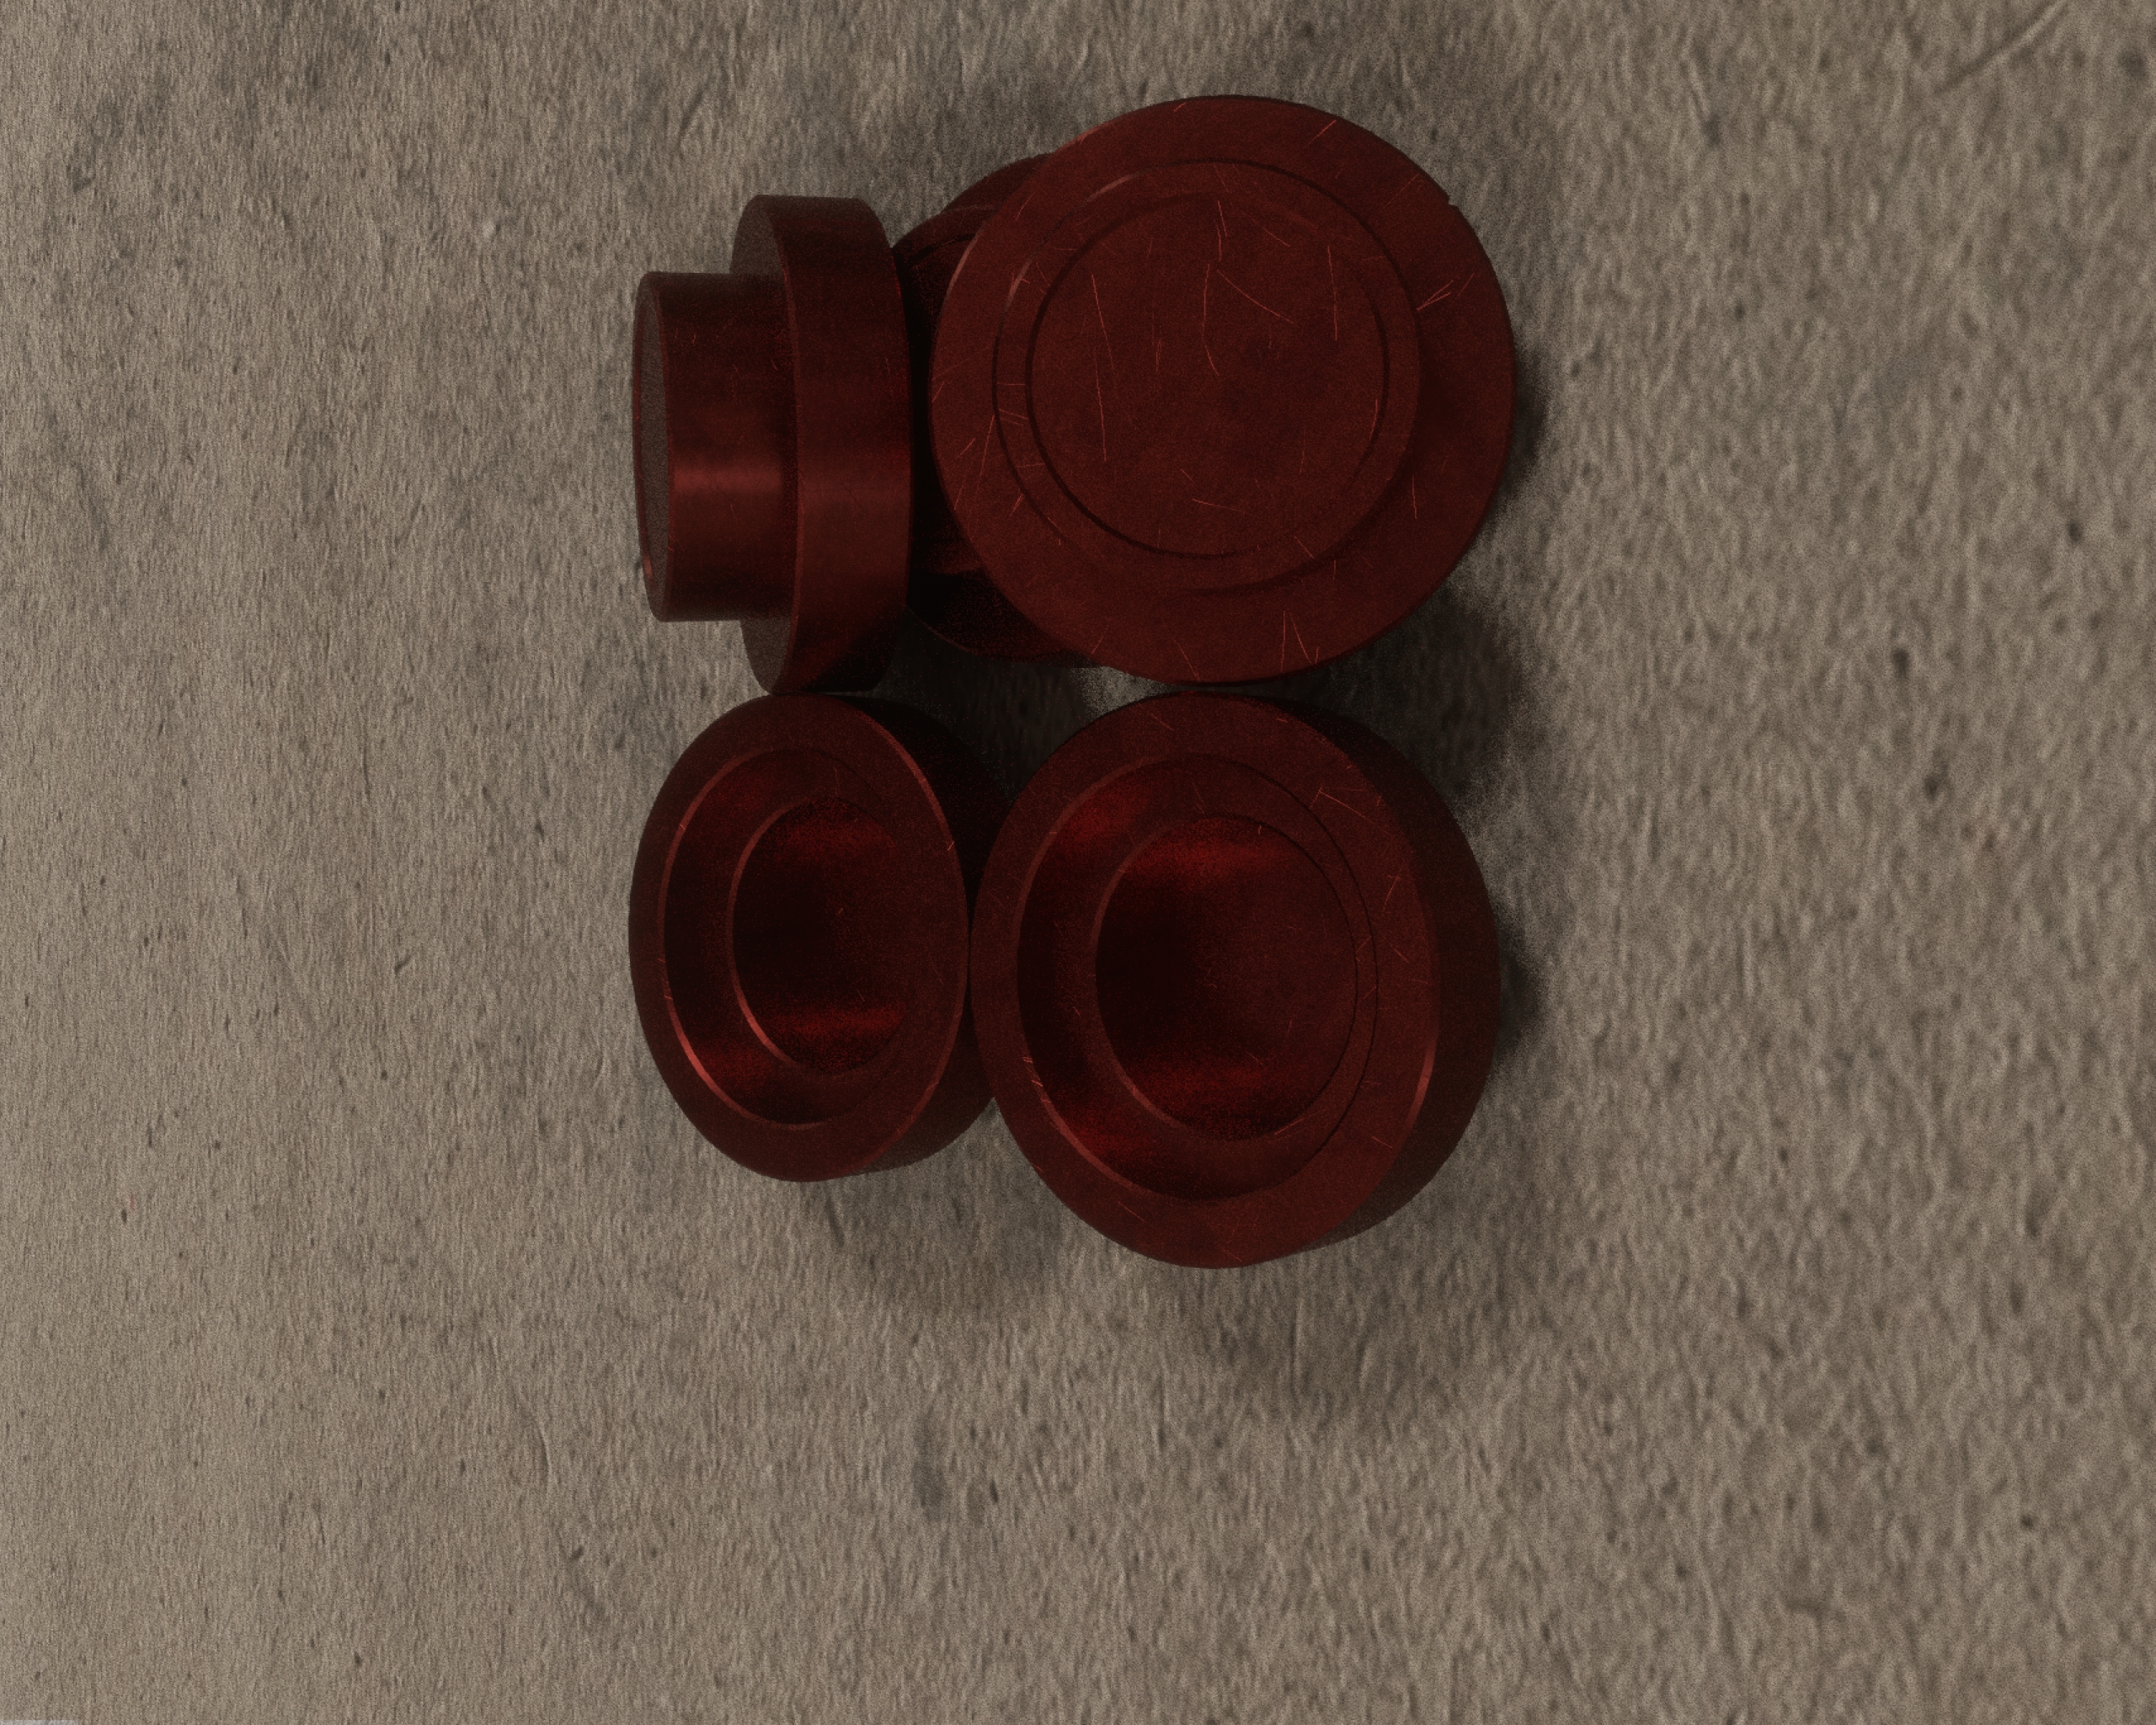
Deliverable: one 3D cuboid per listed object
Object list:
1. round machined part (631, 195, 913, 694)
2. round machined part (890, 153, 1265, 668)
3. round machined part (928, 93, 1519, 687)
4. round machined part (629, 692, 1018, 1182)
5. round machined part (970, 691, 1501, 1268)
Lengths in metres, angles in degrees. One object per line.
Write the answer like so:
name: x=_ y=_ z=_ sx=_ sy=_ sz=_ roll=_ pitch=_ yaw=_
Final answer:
round machined part: x=-0.064 y=-0.082 z=0.415 sx=0.098 sy=0.042 sz=0.097 roll=177 pitch=89 yaw=-73
round machined part: x=-0.010 y=-0.088 z=0.401 sx=0.098 sy=0.042 sz=0.097 roll=0 pitch=90 yaw=39
round machined part: x=0.023 y=-0.078 z=0.346 sx=0.099 sy=0.042 sz=0.097 roll=1 pitch=95 yaw=8
round machined part: x=-0.045 y=0.015 z=0.430 sx=0.098 sy=0.042 sz=0.097 roll=0 pitch=90 yaw=39
round machined part: x=0.031 y=0.020 z=0.368 sx=0.098 sy=0.042 sz=0.097 roll=0 pitch=90 yaw=39
